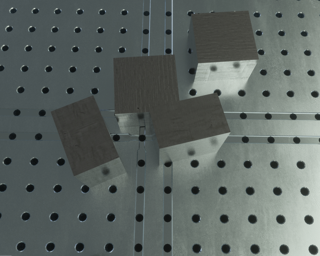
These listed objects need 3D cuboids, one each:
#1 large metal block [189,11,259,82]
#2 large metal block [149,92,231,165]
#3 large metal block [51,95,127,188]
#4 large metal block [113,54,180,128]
[{"bbox_3d":[0.087,-0.116,0.442,0.081,0.050,0.080,-4,70,-2],"label":"large metal block"},{"bbox_3d":[0.032,0.004,0.381,0.081,0.080,0.050,-13,71,-5],"label":"large metal block"},{"bbox_3d":[-0.083,0.020,0.374,0.050,0.080,0.080,-23,72,-8],"label":"large metal block"},{"bbox_3d":[-0.018,-0.049,0.416,0.081,0.050,0.080,-4,70,-2],"label":"large metal block"}]
